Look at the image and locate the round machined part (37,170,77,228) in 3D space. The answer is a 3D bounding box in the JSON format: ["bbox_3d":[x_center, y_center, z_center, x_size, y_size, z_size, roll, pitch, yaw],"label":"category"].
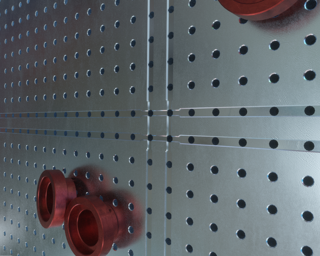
[{"bbox_3d":[-0.178,0.121,0.539,0.098,0.042,0.098,-7,81,51],"label":"round machined part"}]

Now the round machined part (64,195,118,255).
[{"bbox_3d":[-0.104,0.153,0.486,0.098,0.042,0.097,0,90,40],"label":"round machined part"}]

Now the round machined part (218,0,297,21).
[{"bbox_3d":[0.106,-0.157,0.311,0.098,0.042,0.097,0,90,40],"label":"round machined part"}]
